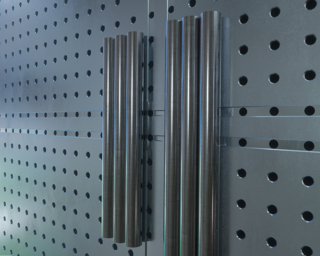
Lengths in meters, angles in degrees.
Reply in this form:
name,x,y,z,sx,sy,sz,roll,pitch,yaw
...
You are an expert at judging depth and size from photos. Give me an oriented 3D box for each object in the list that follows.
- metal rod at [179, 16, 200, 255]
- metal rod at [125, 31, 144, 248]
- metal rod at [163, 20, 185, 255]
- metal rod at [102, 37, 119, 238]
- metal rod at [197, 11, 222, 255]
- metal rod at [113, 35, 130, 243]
name,x,y,z,sx,sy,sz,roll,pitch,yaw
metal rod,0.037,0.017,0.379,0.025,0.025,0.298,1,91,40
metal rod,-0.036,0.016,0.440,0.025,0.025,0.298,1,91,40
metal rod,0.018,0.016,0.395,0.025,0.025,0.298,1,91,40
metal rod,-0.075,0.015,0.472,0.025,0.025,0.298,1,91,40
metal rod,0.058,0.017,0.362,0.025,0.025,0.298,1,91,40
metal rod,-0.055,0.016,0.456,0.025,0.025,0.298,1,91,40
